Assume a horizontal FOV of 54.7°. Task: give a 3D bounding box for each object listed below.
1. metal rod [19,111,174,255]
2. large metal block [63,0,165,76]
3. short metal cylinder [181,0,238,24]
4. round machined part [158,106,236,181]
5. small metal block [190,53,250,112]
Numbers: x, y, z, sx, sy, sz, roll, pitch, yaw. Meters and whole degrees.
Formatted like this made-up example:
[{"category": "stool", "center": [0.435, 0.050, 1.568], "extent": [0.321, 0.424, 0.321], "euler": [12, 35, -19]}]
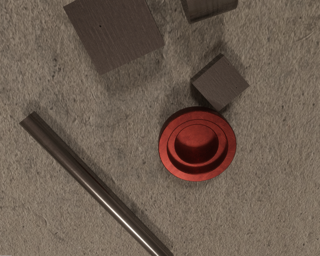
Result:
[{"category": "metal rod", "center": [-0.081, 0.096, 0.444], "extent": [0.025, 0.025, 0.300], "euler": [-36, 107, 12]}, {"category": "large metal block", "center": [-0.048, -0.117, 0.353], "extent": [0.080, 0.050, 0.080], "euler": [-24, 109, 8]}, {"category": "short metal cylinder", "center": [0.044, -0.156, 0.324], "extent": [0.050, 0.080, 0.080], "euler": [-17, 109, 6]}, {"category": "round machined part", "center": [0.047, 0.018, 0.408], "extent": [0.099, 0.042, 0.097], "euler": [0, 110, -1]}, {"category": "small metal block", "center": [0.075, -0.057, 0.390], "extent": [0.050, 0.025, 0.050], "euler": [-41, 106, 13]}]
